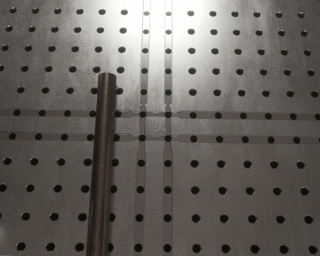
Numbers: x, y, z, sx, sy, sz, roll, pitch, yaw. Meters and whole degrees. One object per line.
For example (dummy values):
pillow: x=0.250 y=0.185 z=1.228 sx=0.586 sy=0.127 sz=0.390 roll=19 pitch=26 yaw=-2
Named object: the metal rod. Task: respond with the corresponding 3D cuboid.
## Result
metal rod: x=-0.073 y=0.068 z=0.385 sx=0.025 sy=0.025 sz=0.299 roll=0 pitch=70 yaw=-1
